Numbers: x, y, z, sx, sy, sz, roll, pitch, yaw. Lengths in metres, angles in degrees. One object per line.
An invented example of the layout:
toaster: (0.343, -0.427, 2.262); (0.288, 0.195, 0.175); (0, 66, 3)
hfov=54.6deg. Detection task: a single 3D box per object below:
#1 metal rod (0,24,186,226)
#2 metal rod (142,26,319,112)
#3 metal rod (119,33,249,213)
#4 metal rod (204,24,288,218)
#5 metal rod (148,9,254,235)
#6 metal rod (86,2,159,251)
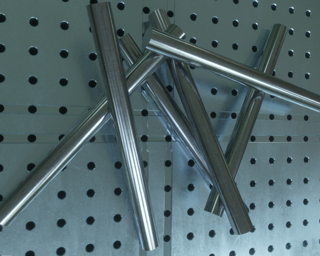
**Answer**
metal rod: (-0.078, -0.009, 0.365); (0.025, 0.025, 0.300); (44, 83, -15)
metal rod: (0.117, -0.068, 0.410); (0.302, 0.025, 0.025); (14, 86, -27)
metal rod: (0.035, 0.006, 0.425); (0.025, 0.025, 0.300); (-39, 103, -16)
metal rod: (0.127, -0.020, 0.442); (0.025, 0.025, 0.300); (29, 74, -18)
metal rod: (0.050, -0.012, 0.397); (0.025, 0.025, 0.299); (-19, 84, -19)
metal rod: (-0.038, 0.014, 0.360); (0.025, 0.025, 0.298); (-17, 110, -19)
